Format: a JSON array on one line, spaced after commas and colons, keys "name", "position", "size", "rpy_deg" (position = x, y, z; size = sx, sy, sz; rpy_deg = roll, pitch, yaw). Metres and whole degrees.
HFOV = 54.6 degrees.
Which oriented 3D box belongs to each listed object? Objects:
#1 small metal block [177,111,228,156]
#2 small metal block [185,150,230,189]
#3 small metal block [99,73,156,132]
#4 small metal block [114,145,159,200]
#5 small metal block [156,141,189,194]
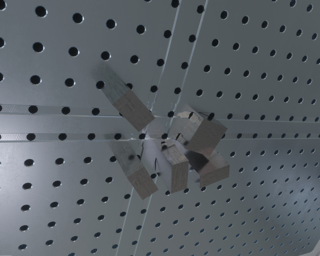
[{"name": "small metal block", "position": [0.061, 0.009, 0.449], "size": [0.050, 0.025, 0.050], "rpy_deg": [19, 108, -36]}, {"name": "small metal block", "position": [0.069, 0.058, 0.468], "size": [0.050, 0.050, 0.025], "rpy_deg": [-17, 125, -19]}, {"name": "small metal block", "position": [-0.038, -0.030, 0.355], "size": [0.025, 0.050, 0.050], "rpy_deg": [-41, 129, 0]}, {"name": "small metal block", "position": [-0.032, 0.059, 0.414], "size": [0.025, 0.050, 0.050], "rpy_deg": [-32, 129, -7]}, {"name": "small metal block", "position": [0.016, 0.055, 0.437], "size": [0.025, 0.050, 0.050], "rpy_deg": [-13, 124, -21]}]
